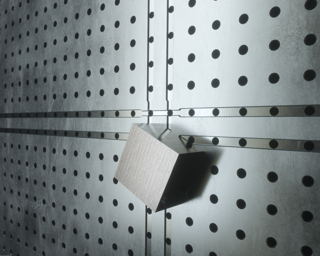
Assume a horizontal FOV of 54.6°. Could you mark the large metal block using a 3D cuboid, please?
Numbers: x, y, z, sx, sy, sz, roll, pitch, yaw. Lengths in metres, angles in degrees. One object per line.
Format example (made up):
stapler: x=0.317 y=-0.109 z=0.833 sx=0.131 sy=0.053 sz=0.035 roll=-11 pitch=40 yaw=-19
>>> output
large metal block: x=-0.004 y=0.047 z=0.397 sx=0.080 sy=0.050 sz=0.080 roll=33 pitch=110 yaw=35
